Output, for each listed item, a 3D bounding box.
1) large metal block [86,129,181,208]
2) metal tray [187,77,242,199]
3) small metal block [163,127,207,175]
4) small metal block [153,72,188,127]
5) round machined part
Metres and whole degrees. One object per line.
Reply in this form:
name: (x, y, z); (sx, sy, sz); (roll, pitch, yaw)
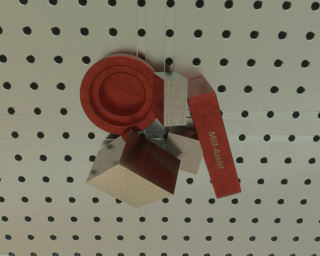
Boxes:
large metal block: (-0.034, 0.056, 0.396); (0.080, 0.050, 0.080); (34, 139, -23)
metal tray: (0.062, 0.009, 0.383); (0.030, 0.090, 0.129); (-17, 110, 6)
small metal block: (0.033, 0.030, 0.419); (0.050, 0.025, 0.050); (15, 114, 5)
small metal block: (0.010, -0.034, 0.344); (0.025, 0.050, 0.050); (-5, 109, -14)
round machined part: (-0.046, -0.044, 0.387); (0.099, 0.042, 0.097); (0, 110, -1)
